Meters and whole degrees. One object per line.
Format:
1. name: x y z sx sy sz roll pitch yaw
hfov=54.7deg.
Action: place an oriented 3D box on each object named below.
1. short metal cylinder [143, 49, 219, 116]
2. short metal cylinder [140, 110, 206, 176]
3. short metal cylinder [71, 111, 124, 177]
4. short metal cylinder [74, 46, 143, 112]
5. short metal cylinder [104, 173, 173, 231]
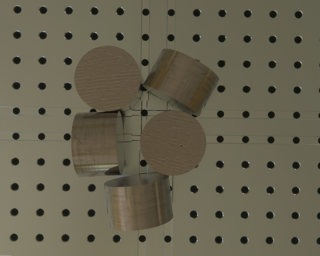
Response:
1. short metal cylinder: 0.026 -0.056 0.386 0.080 0.080 0.050 28 89 0
2. short metal cylinder: 0.016 0.018 0.401 0.081 0.050 0.079 0 91 -1
3. short metal cylinder: -0.074 0.020 0.386 0.050 0.080 0.080 -2 90 -1
4. short metal cylinder: -0.063 -0.060 0.400 0.080 0.050 0.079 0 90 1
5. short metal cylinder: -0.026 0.089 0.385 0.080 0.080 0.050 -6 91 0
